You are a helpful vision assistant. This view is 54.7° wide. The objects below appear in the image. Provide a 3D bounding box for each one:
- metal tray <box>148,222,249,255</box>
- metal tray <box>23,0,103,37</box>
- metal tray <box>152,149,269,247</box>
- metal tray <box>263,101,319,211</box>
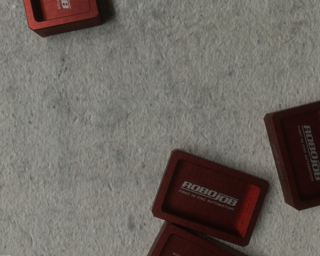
[{"bbox_3d":[0.048,0.188,0.408,0.131,0.030,0.090,27,90,-1],"label":"metal tray"},{"bbox_3d":[-0.134,-0.194,0.405,0.091,0.030,0.129,-12,90,-1],"label":"metal tray"},{"bbox_3d":[0.064,0.090,0.408,0.131,0.030,0.090,19,90,-1],"label":"metal tray"},{"bbox_3d":[0.200,0.033,0.410,0.091,0.030,0.129,-15,90,-1],"label":"metal tray"}]
